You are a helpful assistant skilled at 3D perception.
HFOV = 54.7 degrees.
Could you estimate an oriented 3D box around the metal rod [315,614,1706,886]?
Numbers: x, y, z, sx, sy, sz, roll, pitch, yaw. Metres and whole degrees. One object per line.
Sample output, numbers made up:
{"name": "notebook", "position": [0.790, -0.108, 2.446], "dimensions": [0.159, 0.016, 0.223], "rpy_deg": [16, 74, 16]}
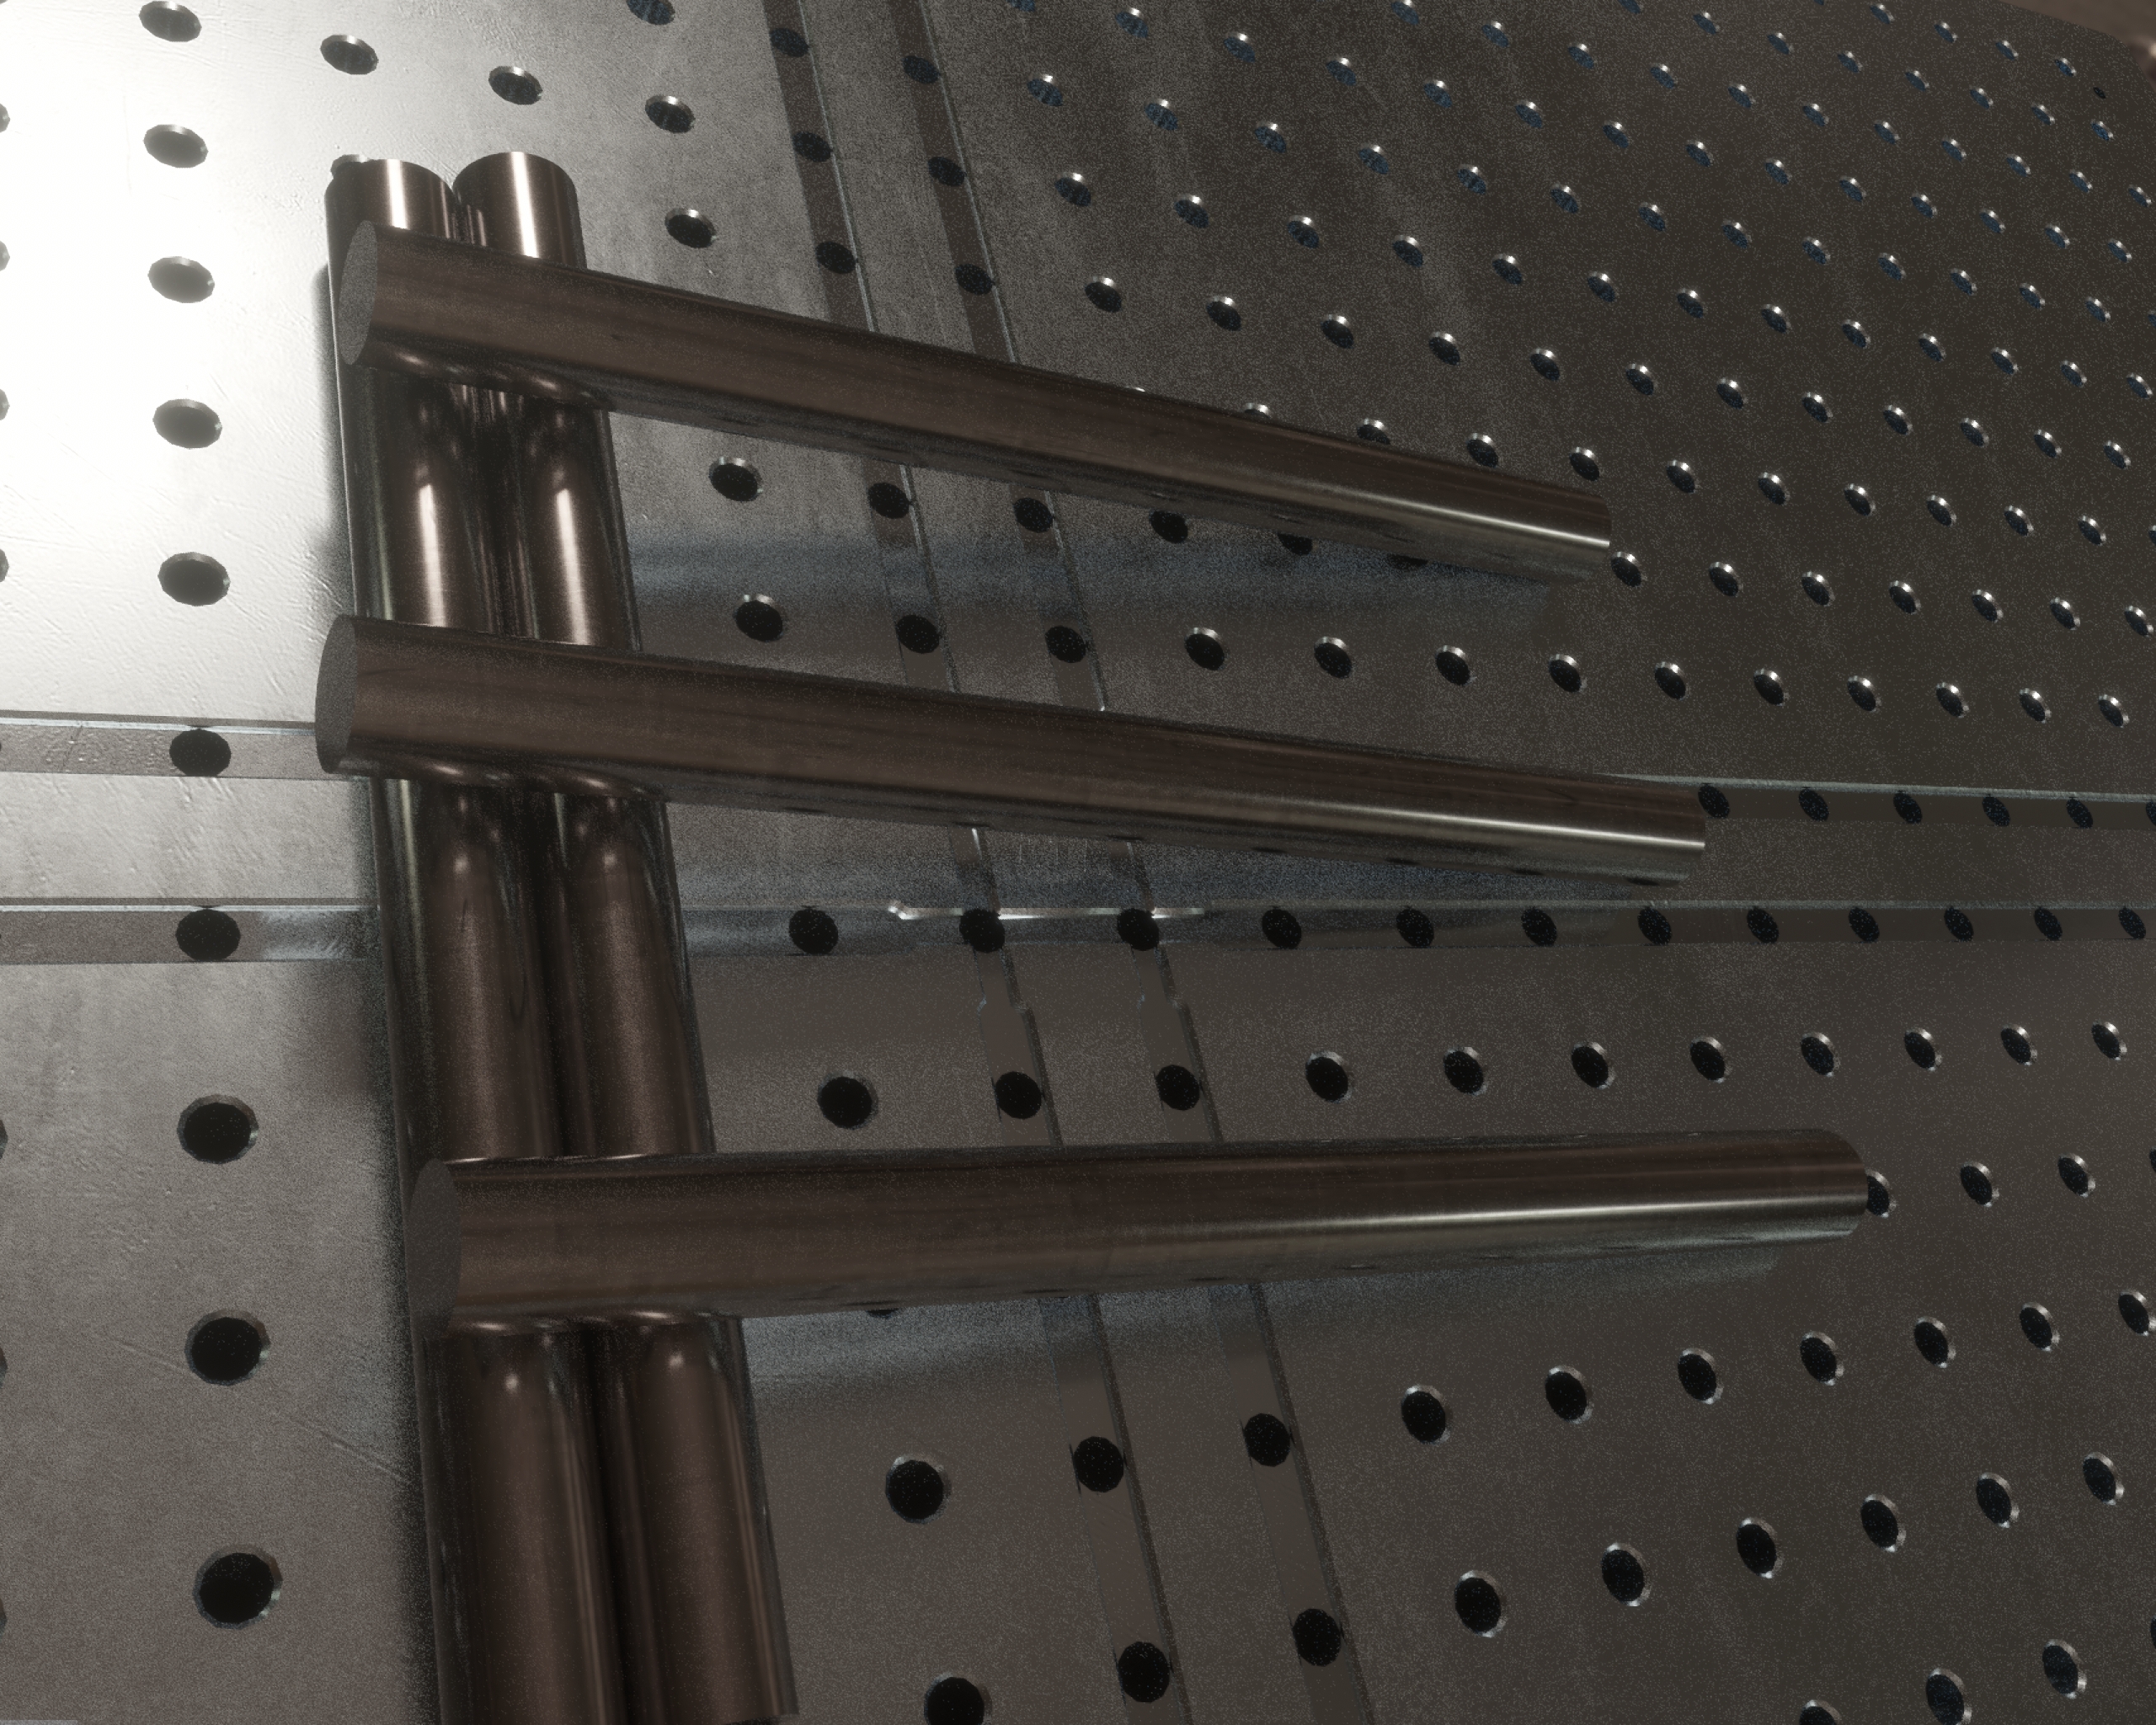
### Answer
{"name": "metal rod", "position": [0.011, -0.016, 0.406], "dimensions": [0.302, 0.025, 0.025], "rpy_deg": [5, 60, -33]}

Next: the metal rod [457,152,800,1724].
{"name": "metal rod", "position": [-0.084, -0.005, 0.366], "dimensions": [0.025, 0.025, 0.299], "rpy_deg": [1, 61, -28]}

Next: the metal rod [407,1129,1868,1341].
{"name": "metal rod", "position": [0.036, 0.062, 0.373], "dimensions": [0.302, 0.025, 0.025], "rpy_deg": [4, 60, -34]}

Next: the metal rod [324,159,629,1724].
{"name": "metal rod", "position": [-0.105, 0.001, 0.351], "dimensions": [0.025, 0.025, 0.299], "rpy_deg": [1, 61, -28]}

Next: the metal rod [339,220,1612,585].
{"name": "metal rod", "position": [0.000, -0.091, 0.447], "dimensions": [0.302, 0.025, 0.025], "rpy_deg": [4, 60, -33]}
